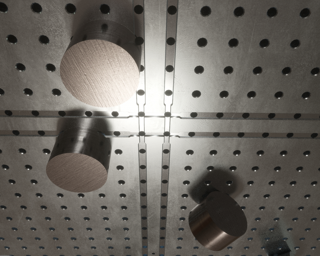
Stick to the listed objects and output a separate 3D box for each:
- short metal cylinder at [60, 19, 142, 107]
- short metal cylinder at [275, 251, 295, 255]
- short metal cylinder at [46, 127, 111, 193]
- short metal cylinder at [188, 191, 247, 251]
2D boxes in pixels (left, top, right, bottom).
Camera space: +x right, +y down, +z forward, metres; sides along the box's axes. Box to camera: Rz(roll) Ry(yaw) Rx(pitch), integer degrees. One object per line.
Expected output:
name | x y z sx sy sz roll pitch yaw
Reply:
short metal cylinder | -0.061 -0.069 0.336 0.081 0.050 0.079 0 130 0
short metal cylinder | 0.263 0.303 0.638 0.050 0.080 0.080 -29 125 22
short metal cylinder | -0.111 0.045 0.432 0.081 0.050 0.079 -1 130 0
short metal cylinder | 0.094 0.151 0.506 0.080 0.080 0.050 23 126 -19
